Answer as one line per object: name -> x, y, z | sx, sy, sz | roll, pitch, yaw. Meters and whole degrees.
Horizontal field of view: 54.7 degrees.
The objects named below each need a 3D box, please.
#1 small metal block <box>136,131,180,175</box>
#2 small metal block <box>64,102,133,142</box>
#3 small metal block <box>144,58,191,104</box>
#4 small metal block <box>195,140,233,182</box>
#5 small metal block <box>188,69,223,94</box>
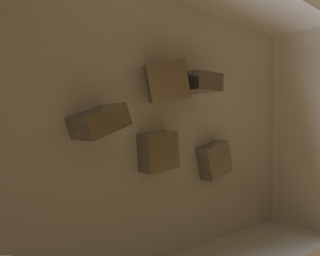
small metal block -> -0.002, 0.030, 0.405 | 0.050, 0.025, 0.050 | -6, 94, -40
small metal block -> -0.067, -0.007, 0.334 | 0.050, 0.050, 0.025 | -26, 107, -37
small metal block -> 0.009, -0.061, 0.400 | 0.050, 0.025, 0.050 | -11, 99, -9
small metal block -> 0.084, 0.049, 0.477 | 0.050, 0.025, 0.050 | -19, 102, -38
small metal block -> 0.053, -0.063, 0.434 | 0.050, 0.050, 0.025 | 0, 91, -40
